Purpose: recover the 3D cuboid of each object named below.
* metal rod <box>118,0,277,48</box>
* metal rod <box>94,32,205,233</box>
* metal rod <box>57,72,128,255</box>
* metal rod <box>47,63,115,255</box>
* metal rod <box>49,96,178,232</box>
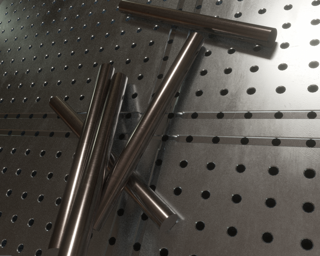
[{"bbox_3d":[0.039,-0.173,0.492,0.300,0.025,0.025,27,77,37],"label":"metal rod"},{"bbox_3d":[-0.011,-0.012,0.398,0.025,0.025,0.300,12,61,33],"label":"metal rod"},{"bbox_3d":[-0.072,0.024,0.378,0.025,0.025,0.300,-16,39,18],"label":"metal rod"},{"bbox_3d":[-0.094,0.014,0.413,0.025,0.025,0.300,-15,45,19],"label":"metal rod"},{"bbox_3d":[-0.082,0.030,0.430,0.025,0.025,0.300,-47,52,-5],"label":"metal rod"}]
